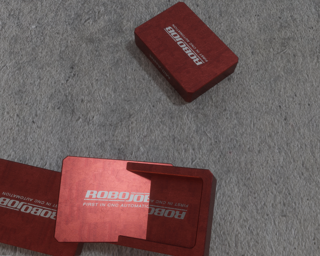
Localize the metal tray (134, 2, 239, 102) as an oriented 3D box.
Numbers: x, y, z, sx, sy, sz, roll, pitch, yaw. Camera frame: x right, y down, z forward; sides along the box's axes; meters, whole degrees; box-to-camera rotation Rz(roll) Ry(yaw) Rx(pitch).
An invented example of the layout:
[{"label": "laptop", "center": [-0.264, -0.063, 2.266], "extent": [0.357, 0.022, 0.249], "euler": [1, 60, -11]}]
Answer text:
[{"label": "metal tray", "center": [0.036, -0.112, 0.446], "extent": [0.090, 0.030, 0.130], "euler": [-36, 74, -12]}]

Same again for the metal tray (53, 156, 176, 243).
[{"label": "metal tray", "center": [-0.048, 0.083, 0.354], "extent": [0.131, 0.030, 0.090], "euler": [6, 69, -17]}]

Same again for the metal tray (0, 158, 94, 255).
[{"label": "metal tray", "center": [-0.148, 0.095, 0.370], "extent": [0.131, 0.030, 0.090], "euler": [12, 70, 4]}]

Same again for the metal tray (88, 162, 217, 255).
[{"label": "metal tray", "center": [-0.008, 0.088, 0.344], "extent": [0.130, 0.030, 0.090], "euler": [3, 69, 19]}]
